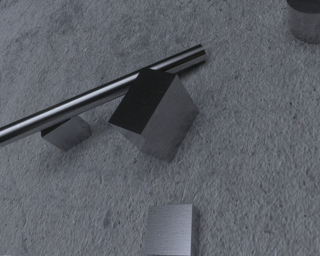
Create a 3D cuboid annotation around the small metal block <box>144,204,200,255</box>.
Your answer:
[{"bbox_3d":[0.014,0.110,0.328,0.050,0.025,0.050,-8,58,23],"label":"small metal block"}]

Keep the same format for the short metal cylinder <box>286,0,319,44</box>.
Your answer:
[{"bbox_3d":[0.198,-0.150,0.376,0.080,0.050,0.080,-13,56,20],"label":"short metal cylinder"}]

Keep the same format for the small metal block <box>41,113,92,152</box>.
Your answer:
[{"bbox_3d":[-0.138,0.003,0.456,0.050,0.050,0.025,-32,52,8],"label":"small metal block"}]

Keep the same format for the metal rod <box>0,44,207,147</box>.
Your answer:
[{"bbox_3d":[-0.077,-0.047,0.424,0.302,0.025,0.025,-24,52,-5],"label":"metal rod"}]

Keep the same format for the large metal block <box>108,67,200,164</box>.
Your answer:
[{"bbox_3d":[-0.004,-0.014,0.378,0.050,0.080,0.080,19,72,35],"label":"large metal block"}]
